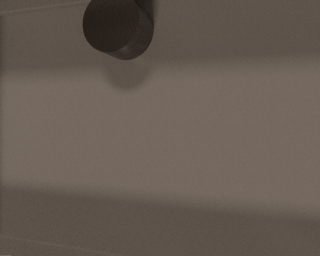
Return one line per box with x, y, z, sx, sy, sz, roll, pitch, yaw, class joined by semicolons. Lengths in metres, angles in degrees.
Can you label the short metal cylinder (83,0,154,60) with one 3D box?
-0.055;-0.136;0.416;0.080;0.050;0.079;0;90;19;short metal cylinder
